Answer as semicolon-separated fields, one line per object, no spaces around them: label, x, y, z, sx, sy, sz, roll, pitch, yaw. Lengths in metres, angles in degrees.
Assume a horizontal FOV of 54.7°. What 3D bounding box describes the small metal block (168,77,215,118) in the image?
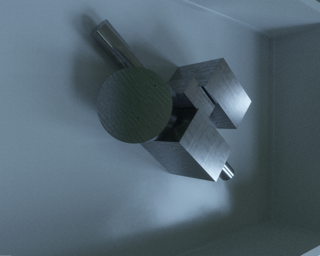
small metal block;0.032;-0.034;0.387;0.050;0.050;0.025;48;61;-30

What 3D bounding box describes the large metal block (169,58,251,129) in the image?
large metal block;0.064;-0.044;0.426;0.080;0.080;0.050;48;61;-30

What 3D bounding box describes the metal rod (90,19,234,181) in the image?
metal rod;0.020;-0.020;0.425;0.300;0.025;0.025;47;62;-30

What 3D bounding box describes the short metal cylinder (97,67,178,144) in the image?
short metal cylinder;-0.022;-0.024;0.344;0.050;0.080;0.079;3;88;-80

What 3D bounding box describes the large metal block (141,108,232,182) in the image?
large metal block;0.031;0.021;0.398;0.080;0.080;0.050;47;62;-30
